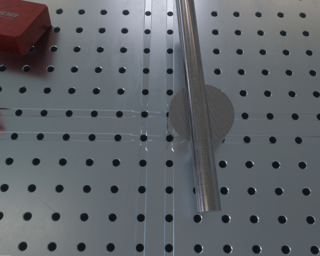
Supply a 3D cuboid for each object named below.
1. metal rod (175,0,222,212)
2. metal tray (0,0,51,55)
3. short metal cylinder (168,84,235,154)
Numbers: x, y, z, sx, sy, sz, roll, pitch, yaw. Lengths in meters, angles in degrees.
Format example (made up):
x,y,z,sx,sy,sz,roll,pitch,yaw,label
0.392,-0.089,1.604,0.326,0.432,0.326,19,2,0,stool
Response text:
x,y,z,sx,sy,sz,roll,pitch,yaw,label
0.042,-0.052,0.377,0.025,0.025,0.299,-4,70,-1,metal rod
-0.239,-0.154,0.447,0.131,0.030,0.090,12,49,4,metal tray
0.051,-0.010,0.403,0.081,0.050,0.080,0,70,0,short metal cylinder
